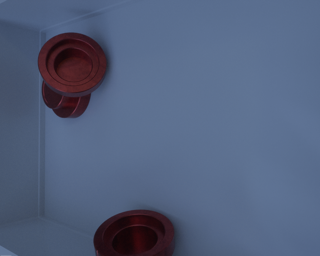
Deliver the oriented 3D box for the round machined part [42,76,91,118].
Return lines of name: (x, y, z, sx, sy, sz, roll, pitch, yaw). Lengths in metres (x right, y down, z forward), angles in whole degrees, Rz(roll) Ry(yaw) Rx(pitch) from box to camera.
round machined part: (-0.165, -0.066, 0.529, 0.098, 0.042, 0.097, 0, 90, 39)

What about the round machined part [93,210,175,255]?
round machined part: (-0.030, 0.148, 0.386, 0.098, 0.099, 0.042, 12, 115, 39)

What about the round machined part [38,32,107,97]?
round machined part: (-0.133, -0.094, 0.479, 0.042, 0.099, 0.098, 131, 127, -72)
